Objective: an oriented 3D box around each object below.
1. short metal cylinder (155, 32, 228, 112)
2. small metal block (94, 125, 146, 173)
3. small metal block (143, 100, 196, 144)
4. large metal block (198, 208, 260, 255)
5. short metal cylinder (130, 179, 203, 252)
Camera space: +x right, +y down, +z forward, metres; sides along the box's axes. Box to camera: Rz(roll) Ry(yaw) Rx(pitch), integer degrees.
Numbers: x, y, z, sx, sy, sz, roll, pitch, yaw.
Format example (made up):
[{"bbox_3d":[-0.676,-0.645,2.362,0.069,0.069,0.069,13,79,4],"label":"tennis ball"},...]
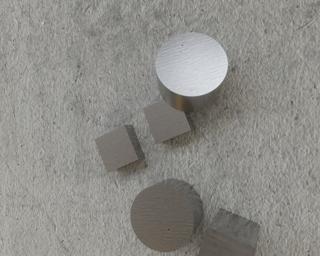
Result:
[{"bbox_3d":[0.036,-0.065,0.368,0.080,0.050,0.080,-1,73,2],"label":"short metal cylinder"},{"bbox_3d":[-0.055,0.028,0.428,0.050,0.025,0.050,-25,82,18],"label":"small metal block"},{"bbox_3d":[0.012,-0.011,0.405,0.050,0.025,0.050,-23,83,18],"label":"small metal block"},{"bbox_3d":[0.074,0.148,0.354,0.050,0.080,0.080,20,97,19],"label":"large metal block"},{"bbox_3d":[0.010,0.108,0.392,0.080,0.050,0.080,0,90,20],"label":"short metal cylinder"}]
